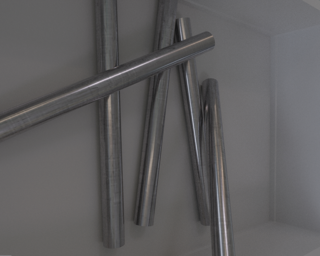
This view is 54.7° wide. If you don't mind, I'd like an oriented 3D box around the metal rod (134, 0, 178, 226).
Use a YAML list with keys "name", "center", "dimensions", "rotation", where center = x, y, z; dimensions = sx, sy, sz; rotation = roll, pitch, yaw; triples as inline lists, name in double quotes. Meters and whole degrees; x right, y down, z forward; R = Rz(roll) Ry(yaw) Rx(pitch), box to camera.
- name: "metal rod"
  center: [-0.004, -0.027, 0.402]
  dimensions: [0.025, 0.025, 0.298]
  rotation: [11, 83, -40]

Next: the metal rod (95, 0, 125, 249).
- name: "metal rod"
  center: [-0.058, -0.013, 0.357]
  dimensions: [0.025, 0.025, 0.298]
  rotation: [-3, 92, -40]

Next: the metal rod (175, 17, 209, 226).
- name: "metal rod"
  center: [0.051, -0.004, 0.449]
  dimensions: [0.025, 0.025, 0.298]
  rotation: [-15, 99, -39]

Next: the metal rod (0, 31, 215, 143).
- name: "metal rod"
  center: [-0.058, -0.047, 0.327]
  dimensions: [0.302, 0.025, 0.025]
  rotation: [-28, 108, -27]

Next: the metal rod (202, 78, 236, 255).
- name: "metal rod"
  center: [0.072, 0.057, 0.389]
  dimensions: [0.025, 0.025, 0.300]
  rotation: [31, 47, -36]
